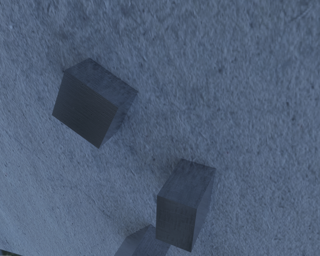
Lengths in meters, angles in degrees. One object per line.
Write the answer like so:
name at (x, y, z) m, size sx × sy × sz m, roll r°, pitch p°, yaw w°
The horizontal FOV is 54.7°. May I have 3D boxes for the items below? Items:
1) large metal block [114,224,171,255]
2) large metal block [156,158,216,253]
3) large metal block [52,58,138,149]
large metal block at (-0.038, 0.221, 0.526) m, size 0.050 × 0.080 × 0.080 m, roll 46°, pitch 129°, yaw -5°
large metal block at (0.035, 0.101, 0.414) m, size 0.050 × 0.080 × 0.079 m, roll 15°, pitch 125°, yaw 19°
large metal block at (-0.088, -0.033, 0.415) m, size 0.080 × 0.050 × 0.079 m, roll 35°, pitch 129°, yaw 4°
